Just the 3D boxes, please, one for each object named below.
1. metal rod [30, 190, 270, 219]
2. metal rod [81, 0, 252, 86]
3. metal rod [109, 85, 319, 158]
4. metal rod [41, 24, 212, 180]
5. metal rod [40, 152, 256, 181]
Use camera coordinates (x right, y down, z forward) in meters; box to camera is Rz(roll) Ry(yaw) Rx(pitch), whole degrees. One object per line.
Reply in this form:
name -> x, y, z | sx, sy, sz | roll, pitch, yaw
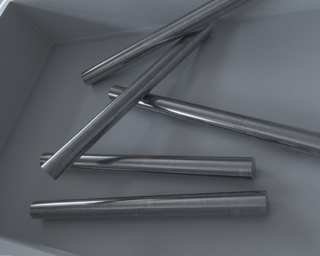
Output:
metal rod -> -0.031, 0.093, 0.363 | 0.301, 0.025, 0.025 | -8, 58, 23
metal rod -> 0.002, -0.131, 0.452 | 0.300, 0.025, 0.025 | -21, 53, 27
metal rod -> 0.050, -0.017, 0.388 | 0.300, 0.025, 0.025 | 17, 71, 34
metal rod -> -0.033, -0.048, 0.415 | 0.025, 0.025, 0.301 | 30, 67, 37
metal rod -> -0.035, 0.046, 0.394 | 0.300, 0.025, 0.025 | -1, 61, 27
